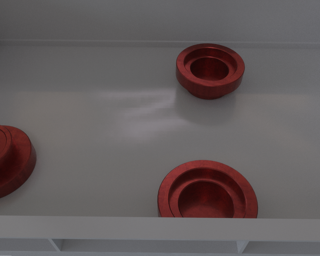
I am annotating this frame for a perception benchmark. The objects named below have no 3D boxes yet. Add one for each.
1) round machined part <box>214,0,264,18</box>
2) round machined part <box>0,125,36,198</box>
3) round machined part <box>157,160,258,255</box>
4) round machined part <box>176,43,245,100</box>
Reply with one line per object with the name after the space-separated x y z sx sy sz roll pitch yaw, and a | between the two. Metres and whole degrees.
0.155 -0.254 0.611 0.099 0.042 0.098 0 50 0 | round machined part
-0.203 0.033 0.365 0.099 0.042 0.098 0 50 0 | round machined part
0.047 0.084 0.321 0.099 0.042 0.098 0 46 0 | round machined part
0.072 -0.080 0.462 0.099 0.042 0.098 0 50 0 | round machined part
